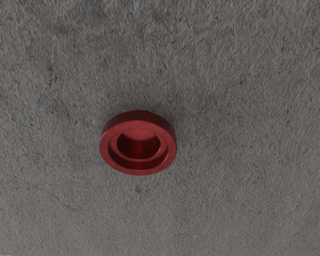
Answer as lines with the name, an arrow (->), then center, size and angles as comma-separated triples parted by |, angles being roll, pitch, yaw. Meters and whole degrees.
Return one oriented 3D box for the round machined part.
round machined part -> -0.027, 0.015, 0.408 | 0.099, 0.042, 0.097 | 0, 130, 0
